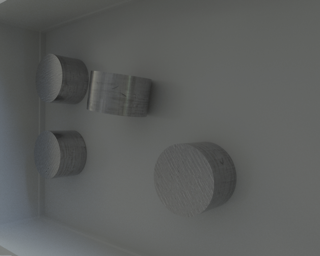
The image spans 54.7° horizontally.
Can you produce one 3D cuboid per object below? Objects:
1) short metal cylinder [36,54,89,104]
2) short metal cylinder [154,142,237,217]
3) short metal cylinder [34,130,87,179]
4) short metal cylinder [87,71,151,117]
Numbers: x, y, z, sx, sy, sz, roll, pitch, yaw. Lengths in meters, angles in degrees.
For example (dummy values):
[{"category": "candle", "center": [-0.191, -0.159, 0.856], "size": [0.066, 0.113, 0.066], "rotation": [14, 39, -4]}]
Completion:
[{"category": "short metal cylinder", "center": [-0.166, -0.081, 0.524], "size": [0.080, 0.050, 0.079], "rotation": [0, 90, 39]}, {"category": "short metal cylinder", "center": [0.040, 0.057, 0.356], "size": [0.080, 0.050, 0.079], "rotation": [0, 90, 39]}, {"category": "short metal cylinder", "center": [-0.170, 0.044, 0.528], "size": [0.080, 0.050, 0.079], "rotation": [0, 90, 39]}, {"category": "short metal cylinder", "center": [-0.054, -0.045, 0.414], "size": [0.080, 0.081, 0.050], "rotation": [13, 99, 39]}]
